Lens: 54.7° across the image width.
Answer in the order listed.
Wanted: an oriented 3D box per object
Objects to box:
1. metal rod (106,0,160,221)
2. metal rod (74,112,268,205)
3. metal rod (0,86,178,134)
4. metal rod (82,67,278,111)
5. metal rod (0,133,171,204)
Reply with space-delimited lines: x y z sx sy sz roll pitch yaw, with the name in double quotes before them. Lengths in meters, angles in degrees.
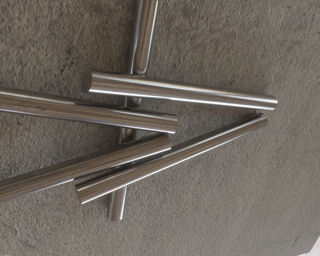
"metal rod" -0.039 -0.004 0.386 0.025 0.025 0.298 -3 120 -27
"metal rod" 0.032 0.033 0.428 0.302 0.025 0.025 -19 127 -25
"metal rod" -0.118 -0.023 0.312 0.302 0.025 0.025 8 115 -26
"metal rod" 0.050 -0.043 0.390 0.302 0.025 0.025 2 118 -37
"metal rod" -0.132 0.058 0.355 0.302 0.025 0.025 -17 126 -13
